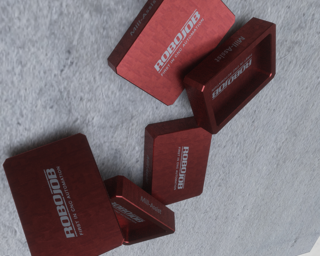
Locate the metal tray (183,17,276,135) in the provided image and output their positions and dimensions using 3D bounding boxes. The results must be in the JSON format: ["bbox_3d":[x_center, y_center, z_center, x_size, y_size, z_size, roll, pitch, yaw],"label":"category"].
[{"bbox_3d":[0.093,-0.064,0.389,0.130,0.030,0.090,-42,141,-15],"label":"metal tray"}]

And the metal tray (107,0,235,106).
[{"bbox_3d":[0.014,-0.100,0.351,0.090,0.030,0.130,30,102,-38],"label":"metal tray"}]

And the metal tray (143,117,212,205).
[{"bbox_3d":[0.024,0.051,0.450,0.091,0.030,0.129,-11,123,-23],"label":"metal tray"}]

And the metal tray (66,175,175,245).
[{"bbox_3d":[-0.049,0.118,0.424,0.090,0.030,0.130,-24,134,23],"label":"metal tray"}]

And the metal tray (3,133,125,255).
[{"bbox_3d":[-0.103,0.081,0.339,0.091,0.129,0.030,-21,169,-13],"label":"metal tray"}]
